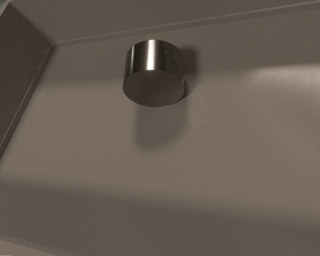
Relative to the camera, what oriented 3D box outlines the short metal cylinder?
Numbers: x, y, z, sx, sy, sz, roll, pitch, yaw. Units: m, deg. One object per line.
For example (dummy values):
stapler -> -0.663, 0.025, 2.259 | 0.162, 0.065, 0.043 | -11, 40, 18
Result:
short metal cylinder -> -0.007, -0.071, 0.417 | 0.080, 0.080, 0.050 | -11, 57, 22
